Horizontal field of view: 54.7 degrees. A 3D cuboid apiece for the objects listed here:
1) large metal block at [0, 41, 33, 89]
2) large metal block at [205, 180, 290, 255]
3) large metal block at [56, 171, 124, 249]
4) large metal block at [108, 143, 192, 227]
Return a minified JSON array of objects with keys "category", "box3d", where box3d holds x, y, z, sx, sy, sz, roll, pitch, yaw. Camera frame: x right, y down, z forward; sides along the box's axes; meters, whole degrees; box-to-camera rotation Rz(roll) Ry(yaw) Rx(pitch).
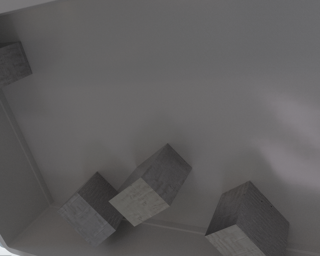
[{"category":"large metal block","box3d":[-0.253,-0.089,0.452,0.080,0.080,0.050,4,120,26]},{"category":"large metal block","box3d":[0.113,0.129,0.393,0.080,0.080,0.050,47,129,-5]},{"category":"large metal block","box3d":[-0.104,0.129,0.499,0.050,0.080,0.080,-43,94,17]},{"category":"large metal block","box3d":[-0.012,0.078,0.428,0.050,0.080,0.080,46,129,-4]}]
